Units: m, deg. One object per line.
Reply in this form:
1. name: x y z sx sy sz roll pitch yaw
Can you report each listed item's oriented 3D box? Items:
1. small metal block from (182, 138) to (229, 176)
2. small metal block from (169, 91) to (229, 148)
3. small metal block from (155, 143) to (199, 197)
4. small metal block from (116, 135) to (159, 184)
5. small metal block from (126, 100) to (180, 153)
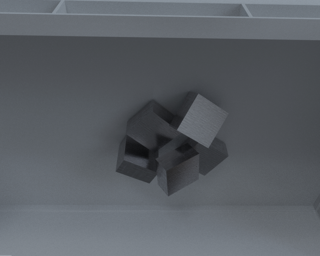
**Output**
1. small metal block: 0.059 0.035 0.437 0.050 0.025 0.050 28 124 -23
2. small metal block: 0.048 -0.010 0.384 0.050 0.025 0.050 30 91 -24
3. small metal block: 0.024 0.055 0.406 0.050 0.025 0.050 -25 134 -22
4. small metal block: -0.030 0.042 0.425 0.050 0.050 0.025 23 126 -19
5. small metal block: -0.008 -0.001 0.405 0.050 0.025 0.050 36 121 -27
